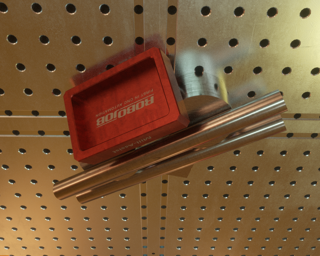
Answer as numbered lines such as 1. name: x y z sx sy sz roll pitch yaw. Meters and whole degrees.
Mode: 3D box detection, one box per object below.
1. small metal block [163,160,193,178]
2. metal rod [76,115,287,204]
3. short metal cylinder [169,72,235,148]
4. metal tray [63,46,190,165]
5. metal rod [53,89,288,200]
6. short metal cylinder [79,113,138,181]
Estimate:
1. small metal block: 0.022 0.043 0.447 0.050 0.025 0.050 11 129 -10
2. metal rod: 0.015 0.046 0.417 0.300 0.025 0.025 -22 127 17
3. short metal cylinder: 0.046 -0.021 0.378 0.081 0.050 0.079 0 130 0
4. metal tray: -0.042 -0.022 0.347 0.130 0.090 0.030 -23 159 17
5. metal rod: -0.003 0.028 0.368 0.300 0.025 0.025 -23 127 18
6. short metal cylinder: -0.065 0.026 0.416 0.081 0.050 0.079 0 130 0
